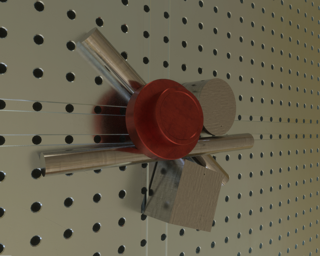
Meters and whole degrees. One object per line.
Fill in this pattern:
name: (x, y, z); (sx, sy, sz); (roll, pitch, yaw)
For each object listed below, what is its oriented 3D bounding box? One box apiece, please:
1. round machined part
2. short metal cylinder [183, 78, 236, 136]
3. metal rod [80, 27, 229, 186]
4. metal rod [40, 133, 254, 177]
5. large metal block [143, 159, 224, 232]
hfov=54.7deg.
round machined part: (0.013, -0.011, 0.367); (0.099, 0.042, 0.097); (7, 78, -33)
short metal cylinder: (0.065, -0.029, 0.449); (0.081, 0.050, 0.079); (0, 90, -40)
metal rod: (0.010, -0.010, 0.420); (0.300, 0.025, 0.025); (46, 62, -31)
metal rod: (0.008, 0.028, 0.394); (0.303, 0.025, 0.025); (-4, 93, -33)
large metal block: (0.034, 0.090, 0.421); (0.080, 0.050, 0.080); (26, 74, -38)
